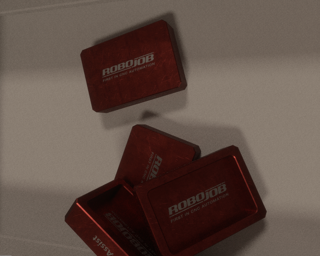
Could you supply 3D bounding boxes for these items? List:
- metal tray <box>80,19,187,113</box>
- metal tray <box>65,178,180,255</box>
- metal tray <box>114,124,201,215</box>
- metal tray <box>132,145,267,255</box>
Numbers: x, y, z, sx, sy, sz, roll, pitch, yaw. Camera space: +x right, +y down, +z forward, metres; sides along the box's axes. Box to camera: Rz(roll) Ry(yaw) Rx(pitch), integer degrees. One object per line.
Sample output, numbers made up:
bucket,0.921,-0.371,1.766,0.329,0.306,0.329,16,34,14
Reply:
metal tray,-0.037,-0.079,0.420,0.130,0.030,0.090,-15,85,19
metal tray,-0.031,0.121,0.351,0.130,0.090,0.030,41,112,15
metal tray,-0.011,0.070,0.411,0.090,0.030,0.129,22,97,18
metal tray,0.045,0.084,0.352,0.131,0.030,0.090,-21,84,-18
